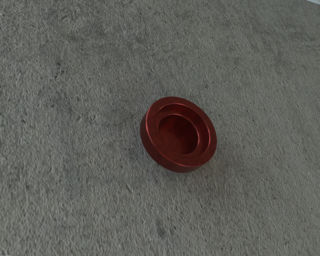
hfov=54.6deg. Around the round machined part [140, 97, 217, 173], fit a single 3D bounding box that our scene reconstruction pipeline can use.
[{"bbox_3d":[0.020,0.012,0.396,0.099,0.042,0.098,13,56,-21],"label":"round machined part"}]
